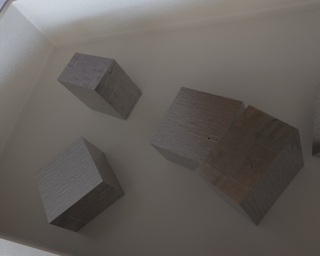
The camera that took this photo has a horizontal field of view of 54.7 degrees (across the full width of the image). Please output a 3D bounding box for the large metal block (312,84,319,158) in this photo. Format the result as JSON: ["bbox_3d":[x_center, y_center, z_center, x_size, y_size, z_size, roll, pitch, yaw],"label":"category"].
[{"bbox_3d":[0.184,-0.016,0.274,0.050,0.080,0.080,17,66,-3],"label":"large metal block"}]

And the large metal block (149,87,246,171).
[{"bbox_3d":[0.048,0.006,0.361,0.080,0.050,0.080,20,72,35],"label":"large metal block"}]

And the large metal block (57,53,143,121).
[{"bbox_3d":[-0.086,-0.060,0.453,0.080,0.080,0.050,17,71,35],"label":"large metal block"}]

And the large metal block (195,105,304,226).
[{"bbox_3d":[0.090,0.038,0.299,0.080,0.080,0.050,-49,51,-6],"label":"large metal block"}]

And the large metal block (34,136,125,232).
[{"bbox_3d":[-0.105,0.072,0.401,0.080,0.050,0.080,-38,51,2],"label":"large metal block"}]
